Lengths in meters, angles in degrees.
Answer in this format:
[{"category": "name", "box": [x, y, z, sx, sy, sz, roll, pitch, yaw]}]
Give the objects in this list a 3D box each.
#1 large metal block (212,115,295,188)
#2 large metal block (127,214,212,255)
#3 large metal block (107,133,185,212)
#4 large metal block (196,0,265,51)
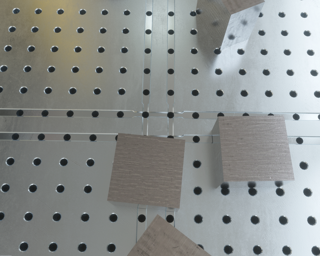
[{"category": "large metal block", "box": [0.112, 0.031, 0.388, 0.080, 0.050, 0.080, -1, 70, 0]}, {"category": "large metal block", "box": [0.015, 0.140, 0.331, 0.080, 0.080, 0.050, 35, 74, 12]}, {"category": "large metal block", "box": [-0.014, 0.055, 0.378, 0.080, 0.050, 0.080, 6, 70, 2]}, {"category": "large metal block", "box": [0.096, -0.174, 0.447, 0.050, 0.080, 0.080, -24, 72, -8]}]
